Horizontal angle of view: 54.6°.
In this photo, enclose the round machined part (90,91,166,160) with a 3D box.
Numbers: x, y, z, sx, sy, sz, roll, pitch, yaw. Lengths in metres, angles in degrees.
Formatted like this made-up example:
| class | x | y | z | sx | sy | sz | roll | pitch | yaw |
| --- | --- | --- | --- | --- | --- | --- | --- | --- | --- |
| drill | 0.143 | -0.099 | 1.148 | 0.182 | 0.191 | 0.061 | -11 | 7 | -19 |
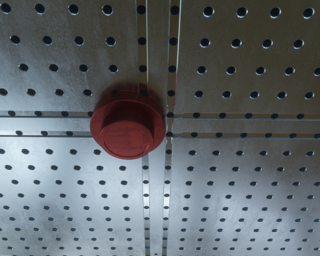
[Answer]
| class | x | y | z | sx | sy | sz | roll | pitch | yaw |
| --- | --- | --- | --- | --- | --- | --- | --- | --- | --- |
| round machined part | -0.042 | 0.004 | 0.403 | 0.099 | 0.042 | 0.097 | 0 | 130 | 0 |
